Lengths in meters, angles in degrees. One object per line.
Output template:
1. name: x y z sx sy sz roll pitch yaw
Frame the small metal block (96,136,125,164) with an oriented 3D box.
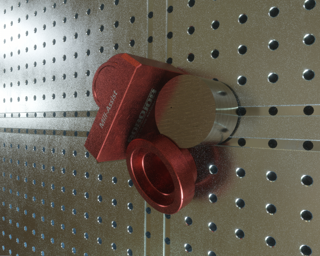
1. small metal block: -0.067 0.022 0.442 0.025 0.050 0.050 -19 78 38

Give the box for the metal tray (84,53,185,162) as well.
1. metal tray: -0.030 -0.021 0.386 0.030 0.091 0.129 40 114 33

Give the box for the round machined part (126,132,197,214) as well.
1. round machined part: 0.006 0.050 0.373 0.098 0.042 0.097 29 131 38

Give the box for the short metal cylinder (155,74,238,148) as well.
1. short metal cylinder: 0.041 -0.018 0.354 0.080 0.050 0.079 0 90 40

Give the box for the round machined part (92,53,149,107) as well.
1. round machined part: -0.059 -0.058 0.441 0.098 0.042 0.097 0 90 40
